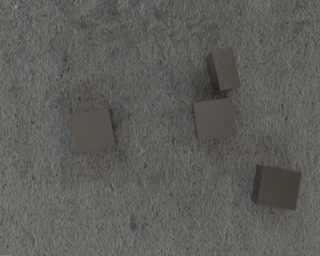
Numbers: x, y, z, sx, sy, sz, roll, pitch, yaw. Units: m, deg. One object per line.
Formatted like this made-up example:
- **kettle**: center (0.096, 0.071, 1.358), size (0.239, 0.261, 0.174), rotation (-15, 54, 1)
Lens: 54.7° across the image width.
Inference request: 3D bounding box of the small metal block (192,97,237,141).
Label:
- **small metal block**: center (0.071, -0.011, 0.410), size (0.050, 0.025, 0.050), rotation (-8, 90, 0)

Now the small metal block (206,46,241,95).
- **small metal block**: center (0.080, -0.072, 0.398), size (0.025, 0.050, 0.050), rotation (-13, 90, 0)

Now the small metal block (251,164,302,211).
- **small metal block**: center (0.154, 0.078, 0.411), size (0.050, 0.025, 0.050), rotation (9, 90, 0)

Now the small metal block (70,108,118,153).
- **small metal block**: center (-0.086, 0.004, 0.409), size (0.050, 0.025, 0.050), rotation (-10, 90, 0)
